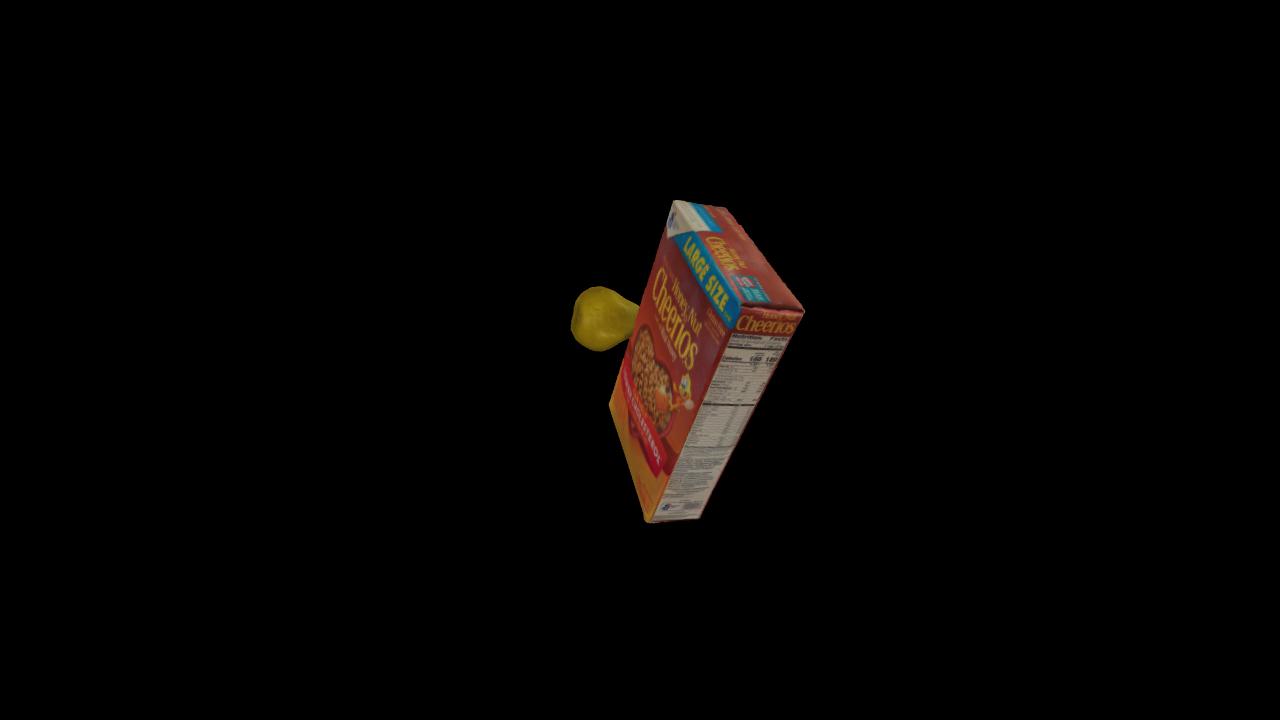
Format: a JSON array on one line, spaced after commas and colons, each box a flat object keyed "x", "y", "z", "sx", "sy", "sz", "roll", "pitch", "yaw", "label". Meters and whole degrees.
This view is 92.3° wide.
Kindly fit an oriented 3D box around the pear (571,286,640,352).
[{"x": -0.028, "y": -0.047, "z": 0.764, "sx": 0.111, "sy": 0.080, "sz": 0.080, "roll": 10, "pitch": -3, "yaw": -17, "label": "pear"}]

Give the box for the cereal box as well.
[{"x": 0.051, "y": 0.006, "z": 0.684, "sx": 0.081, "sy": 0.306, "sz": 0.203, "roll": 2, "pitch": 39, "yaw": -21, "label": "cereal box"}]
